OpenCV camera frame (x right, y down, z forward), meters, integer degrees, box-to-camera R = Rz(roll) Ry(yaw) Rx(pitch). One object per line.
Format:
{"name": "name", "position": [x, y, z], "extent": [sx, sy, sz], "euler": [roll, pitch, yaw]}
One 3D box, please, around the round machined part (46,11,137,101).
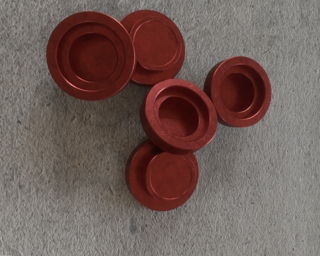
{"name": "round machined part", "position": [-0.076, -0.081, 0.362], "extent": [0.099, 0.042, 0.097], "euler": [0, 97, 1]}

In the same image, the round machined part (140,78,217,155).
{"name": "round machined part", "position": [0.021, -0.011, 0.399], "extent": [0.099, 0.042, 0.098], "euler": [9, 64, -19]}

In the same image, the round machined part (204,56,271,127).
{"name": "round machined part", "position": [0.105, -0.050, 0.441], "extent": [0.099, 0.042, 0.097], "euler": [0, 90, -21]}

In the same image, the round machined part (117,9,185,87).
{"name": "round machined part", "position": [-0.012, -0.103, 0.397], "extent": [0.099, 0.042, 0.097], "euler": [0, 90, -21]}

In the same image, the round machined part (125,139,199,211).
{"name": "round machined part", "position": [0.008, 0.060, 0.405], "extent": [0.099, 0.042, 0.097], "euler": [0, 90, -21]}
